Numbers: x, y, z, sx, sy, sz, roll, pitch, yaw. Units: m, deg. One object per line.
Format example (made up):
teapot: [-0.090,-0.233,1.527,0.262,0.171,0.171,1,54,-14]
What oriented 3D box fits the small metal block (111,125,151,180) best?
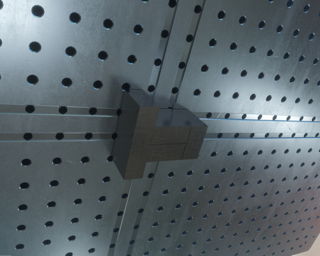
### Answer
small metal block: [-0.038,0.030,0.393,0.025,0.050,0.050,0,119,-29]

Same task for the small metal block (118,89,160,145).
small metal block: [-0.027,-0.014,0.372,0.025,0.050,0.050,0,119,-29]

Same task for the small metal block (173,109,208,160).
small metal block: [0.034,0.008,0.419,0.025,0.050,0.050,0,119,-29]

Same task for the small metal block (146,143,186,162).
small metal block: [-0.002,0.019,0.406,0.050,0.050,0.025,0,119,-29]

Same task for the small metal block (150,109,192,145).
small metal block: [0.004,-0.003,0.396,0.050,0.050,0.025,0,119,-29]
